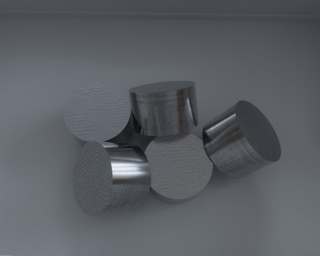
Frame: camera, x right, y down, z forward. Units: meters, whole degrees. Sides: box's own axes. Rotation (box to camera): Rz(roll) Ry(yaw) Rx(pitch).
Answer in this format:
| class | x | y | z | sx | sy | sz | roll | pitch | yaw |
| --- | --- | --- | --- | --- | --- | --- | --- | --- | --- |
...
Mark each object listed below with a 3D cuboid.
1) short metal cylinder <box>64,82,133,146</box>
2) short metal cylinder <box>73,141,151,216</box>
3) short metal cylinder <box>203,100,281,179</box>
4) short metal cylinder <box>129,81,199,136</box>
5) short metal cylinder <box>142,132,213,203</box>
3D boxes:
| class | x | y | z | sx | sy | sz | roll | pitch | yaw |
| --- | --- | --- | --- | --- | --- | --- | --- | --- | --- |
| short metal cylinder | -0.076 | -0.012 | 0.397 | 0.081 | 0.050 | 0.080 | 0 | 70 | 0 |
| short metal cylinder | -0.056 | 0.056 | 0.351 | 0.050 | 0.080 | 0.080 | 7 | 63 | -43 |
| short metal cylinder | 0.097 | 0.014 | 0.369 | 0.080 | 0.050 | 0.080 | 27 | 44 | -30 |
| short metal cylinder | 0.005 | -0.026 | 0.381 | 0.081 | 0.080 | 0.050 | -8 | 106 | -3 |
| short metal cylinder | 0.020 | 0.049 | 0.377 | 0.081 | 0.050 | 0.080 | 0 | 70 | 0 |
